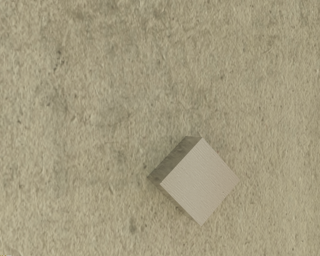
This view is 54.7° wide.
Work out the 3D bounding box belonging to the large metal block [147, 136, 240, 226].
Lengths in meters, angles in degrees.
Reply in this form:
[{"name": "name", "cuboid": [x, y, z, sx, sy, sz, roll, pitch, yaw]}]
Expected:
[{"name": "large metal block", "cuboid": [0.044, 0.068, 0.413, 0.080, 0.050, 0.080, -46, 105, -14]}]
